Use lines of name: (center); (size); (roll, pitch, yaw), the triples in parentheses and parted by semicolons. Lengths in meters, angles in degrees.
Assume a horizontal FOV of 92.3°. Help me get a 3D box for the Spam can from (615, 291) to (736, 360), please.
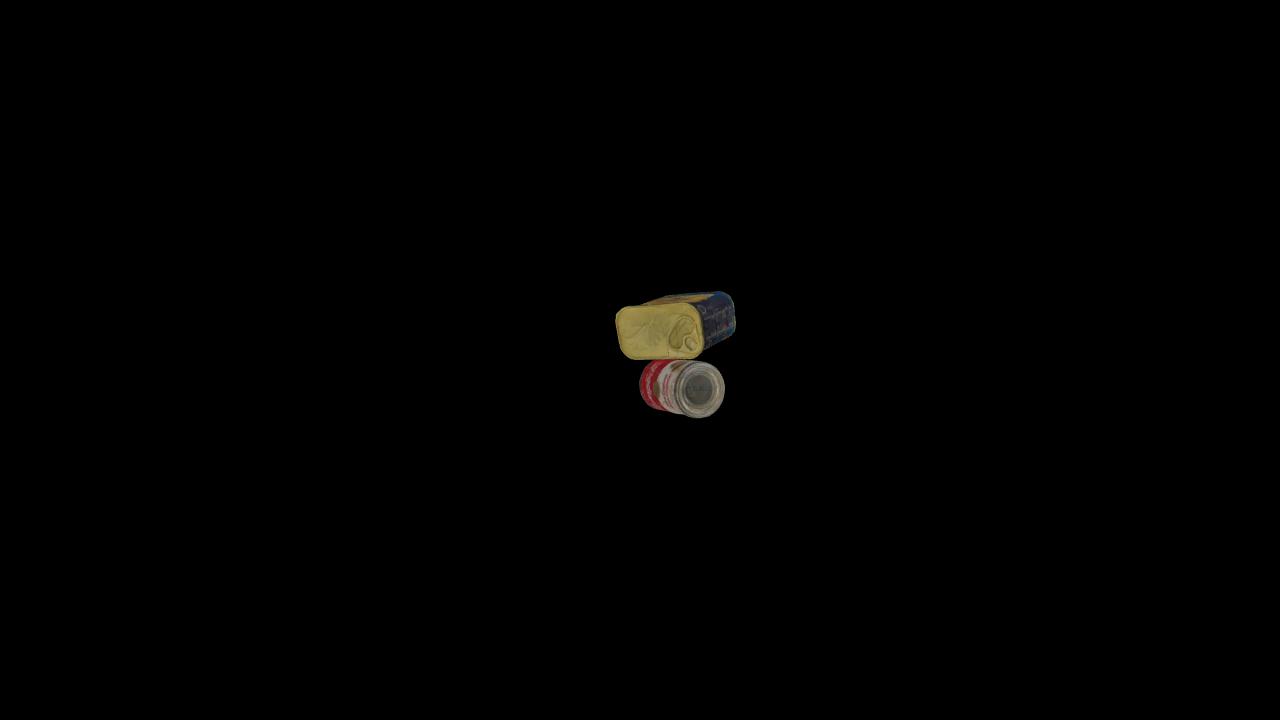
Spam can: (0.040, -0.039, 0.651); (0.101, 0.058, 0.085); (0, 15, 33)

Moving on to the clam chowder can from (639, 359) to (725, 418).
clam chowder can: (0.050, 0.033, 0.746); (0.068, 0.068, 0.102); (0, 2, -24)
